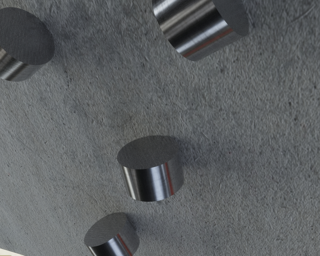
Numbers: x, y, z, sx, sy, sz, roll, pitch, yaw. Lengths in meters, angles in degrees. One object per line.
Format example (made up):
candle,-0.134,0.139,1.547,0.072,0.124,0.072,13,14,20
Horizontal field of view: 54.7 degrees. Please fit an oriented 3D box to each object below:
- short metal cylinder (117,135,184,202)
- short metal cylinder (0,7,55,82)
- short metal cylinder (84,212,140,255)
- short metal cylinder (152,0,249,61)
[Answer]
short metal cylinder,-0.011,0.051,0.409,0.080,0.080,0.050,4,120,26
short metal cylinder,-0.187,-0.107,0.404,0.050,0.080,0.080,-24,106,37
short metal cylinder,-0.082,0.192,0.534,0.080,0.080,0.050,-14,111,34
short metal cylinder,0.038,-0.109,0.284,0.050,0.080,0.080,-23,106,36
